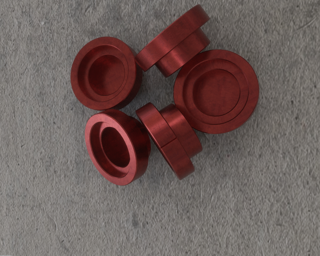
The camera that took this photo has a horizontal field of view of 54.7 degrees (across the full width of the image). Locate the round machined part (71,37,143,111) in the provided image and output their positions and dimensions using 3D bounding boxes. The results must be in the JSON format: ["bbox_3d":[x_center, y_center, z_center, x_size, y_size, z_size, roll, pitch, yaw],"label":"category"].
[{"bbox_3d":[-0.068,-0.070,0.422,0.098,0.042,0.097,-1,86,20],"label":"round machined part"}]

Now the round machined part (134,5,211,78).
[{"bbox_3d":[0.020,-0.096,0.367,0.098,0.098,0.042,-37,100,16],"label":"round machined part"}]

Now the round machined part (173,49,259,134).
[{"bbox_3d":[0.069,-0.042,0.375,0.098,0.042,0.097,0,90,19],"label":"round machined part"}]

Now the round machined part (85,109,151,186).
[{"bbox_3d":[-0.050,0.022,0.404,0.098,0.042,0.097,19,121,36],"label":"round machined part"}]

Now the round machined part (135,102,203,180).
[{"bbox_3d":[0.015,0.010,0.369,0.042,0.098,0.098,-33,79,-4],"label":"round machined part"}]
